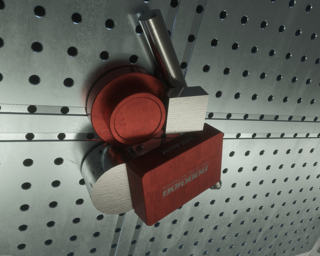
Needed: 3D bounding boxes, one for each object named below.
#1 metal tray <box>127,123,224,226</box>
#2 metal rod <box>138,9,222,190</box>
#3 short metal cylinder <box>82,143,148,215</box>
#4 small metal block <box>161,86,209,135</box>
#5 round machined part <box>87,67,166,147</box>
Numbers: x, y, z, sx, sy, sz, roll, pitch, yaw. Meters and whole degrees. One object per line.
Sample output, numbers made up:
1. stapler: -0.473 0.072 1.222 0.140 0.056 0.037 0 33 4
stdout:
1. metal tray: 0.025 0.058 0.403 0.131 0.030 0.089 -25 129 -29
2. metal rod: 0.039 -0.014 0.420 0.025 0.025 0.299 -32 129 -8
3. short metal cylinder: -0.055 0.064 0.399 0.081 0.050 0.079 -14 124 -21
4. small metal block: 0.028 -0.022 0.378 0.050 0.025 0.050 -7 124 -19
5. round machined part: -0.032 -0.019 0.365 0.099 0.042 0.097 -13 124 -20
